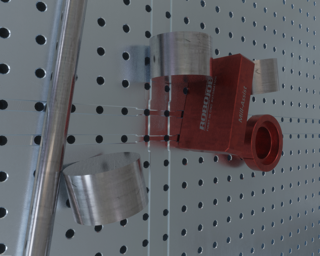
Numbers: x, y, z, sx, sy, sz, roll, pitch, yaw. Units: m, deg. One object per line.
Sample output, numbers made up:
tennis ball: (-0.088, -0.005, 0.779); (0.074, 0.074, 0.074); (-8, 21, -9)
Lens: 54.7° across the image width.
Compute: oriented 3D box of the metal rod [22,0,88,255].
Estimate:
metal rod: (-0.107, -0.002, 0.319); (0.025, 0.025, 0.298); (12, 83, -40)

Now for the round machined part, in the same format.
round machined part: (0.170, 0.025, 0.540); (0.099, 0.042, 0.097); (0, 90, -40)

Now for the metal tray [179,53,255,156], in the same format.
metal tray: (0.077, -0.031, 0.430); (0.030, 0.090, 0.129); (17, 79, -39)

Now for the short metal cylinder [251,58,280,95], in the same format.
short metal cylinder: (0.148, -0.080, 0.496); (0.081, 0.080, 0.050); (-13, 99, -39)

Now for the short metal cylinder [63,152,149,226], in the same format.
short metal cylinder: (-0.056, 0.060, 0.326); (0.081, 0.080, 0.050); (-17, 101, -39)

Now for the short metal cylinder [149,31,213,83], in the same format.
short metal cylinder: (0.027, -0.087, 0.396); (0.081, 0.080, 0.050); (-3, 92, -40)
